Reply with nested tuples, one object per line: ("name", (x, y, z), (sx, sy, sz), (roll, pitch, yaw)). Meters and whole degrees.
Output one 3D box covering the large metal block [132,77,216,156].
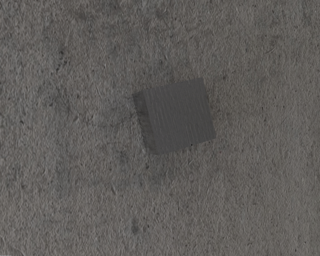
("large metal block", (0.018, -0.016, 0.402), (0.081, 0.050, 0.080), (-15, 95, -19))
